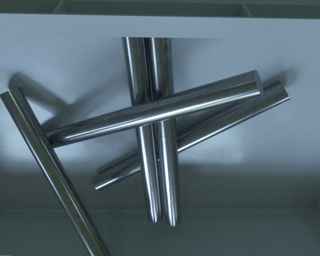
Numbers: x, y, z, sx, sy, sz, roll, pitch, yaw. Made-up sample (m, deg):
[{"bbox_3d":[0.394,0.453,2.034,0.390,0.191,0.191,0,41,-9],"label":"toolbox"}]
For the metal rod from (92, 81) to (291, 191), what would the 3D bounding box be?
[{"bbox_3d":[0.027,0.020,0.426,0.300,0.025,0.025,-28,125,21],"label":"metal rod"}]

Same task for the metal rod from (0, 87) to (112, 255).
[{"bbox_3d":[-0.121,0.088,0.405,0.025,0.025,0.299,-20,104,16],"label":"metal rod"}]

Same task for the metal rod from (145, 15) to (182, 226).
[{"bbox_3d":[0.009,0.014,0.393,0.025,0.025,0.298,-4,122,2],"label":"metal rod"}]

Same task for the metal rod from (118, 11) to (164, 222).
[{"bbox_3d":[-0.018,0.010,0.392,0.025,0.025,0.298,-4,123,2],"label":"metal rod"}]

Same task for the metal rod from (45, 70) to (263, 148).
[{"bbox_3d":[-0.038,-0.010,0.353,0.300,0.025,0.025,-13,131,29],"label":"metal rod"}]
